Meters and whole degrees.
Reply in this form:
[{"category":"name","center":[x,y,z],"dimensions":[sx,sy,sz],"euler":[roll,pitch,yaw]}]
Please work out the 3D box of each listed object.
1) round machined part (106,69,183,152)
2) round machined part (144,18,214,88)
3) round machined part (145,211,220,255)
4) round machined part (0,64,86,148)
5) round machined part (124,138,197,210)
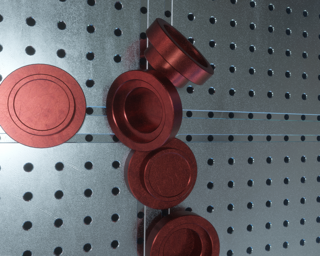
[{"category":"round machined part","center":[-0.015,-0.023,0.380],"dimensions":[0.042,0.098,0.097],"euler":[-21,99,-55]},{"category":"round machined part","center":[0.019,-0.089,0.392],"dimensions":[0.098,0.098,0.042],"euler":[39,113,-16]},{"category":"round machined part","center":[0.027,0.159,0.415],"dimensions":[0.099,0.042,0.097],"euler":[0,90,-21]},{"category":"round machined part","center":[-0.135,-0.025,0.354],"dimensions":[0.099,0.042,0.097],"euler":[0,90,-20]},{"category":"round machined part","center":[0.006,0.059,0.407],"dimensions":[0.099,0.042,0.097],"euler":[0,90,-21]}]
